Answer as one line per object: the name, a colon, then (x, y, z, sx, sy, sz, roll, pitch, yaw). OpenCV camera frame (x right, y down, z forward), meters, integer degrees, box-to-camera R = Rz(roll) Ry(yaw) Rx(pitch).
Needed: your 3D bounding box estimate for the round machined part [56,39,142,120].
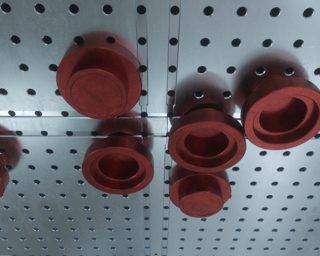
round machined part: (-0.070, -0.049, 0.358, 0.099, 0.042, 0.097, 0, 130, 0)

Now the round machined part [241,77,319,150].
round machined part: (0.149, -0.021, 0.383, 0.099, 0.042, 0.097, -1, 130, 0)

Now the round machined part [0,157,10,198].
round machined part: (-0.270, 0.063, 0.452, 0.099, 0.042, 0.097, 0, 130, 0)

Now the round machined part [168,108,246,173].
round machined part: (0.060, 0.012, 0.407, 0.098, 0.042, 0.097, 3, 135, 3)

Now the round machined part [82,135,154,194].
round machined part: (-0.058, 0.048, 0.440, 0.099, 0.042, 0.097, 0, 130, 0)

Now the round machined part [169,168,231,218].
round machined part: (0.064, 0.105, 0.490, 0.099, 0.042, 0.097, 0, 130, 0)
